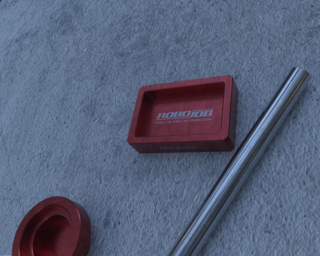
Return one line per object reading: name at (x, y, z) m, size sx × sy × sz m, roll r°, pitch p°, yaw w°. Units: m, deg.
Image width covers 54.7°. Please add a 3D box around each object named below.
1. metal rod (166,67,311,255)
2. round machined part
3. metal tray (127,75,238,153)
metal rod at (0.074, 0.057, 0.328) m, size 0.025 × 0.025 × 0.300 m, roll 28°, pitch 77°, yaw 37°
round machined part at (-0.124, 0.136, 0.373) m, size 0.098 × 0.042 × 0.098 m, roll -13°, pitch 56°, yaw 20°
metal tray at (0.029, -0.016, 0.393) m, size 0.130 × 0.030 × 0.090 m, roll -3°, pitch 60°, yaw 26°
